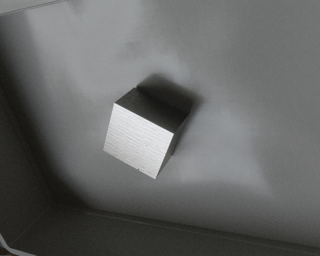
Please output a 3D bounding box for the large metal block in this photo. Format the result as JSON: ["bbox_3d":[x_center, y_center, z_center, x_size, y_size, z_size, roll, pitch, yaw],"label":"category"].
[{"bbox_3d":[-0.020,0.007,0.403,0.080,0.050,0.079,28,127,10],"label":"large metal block"}]
